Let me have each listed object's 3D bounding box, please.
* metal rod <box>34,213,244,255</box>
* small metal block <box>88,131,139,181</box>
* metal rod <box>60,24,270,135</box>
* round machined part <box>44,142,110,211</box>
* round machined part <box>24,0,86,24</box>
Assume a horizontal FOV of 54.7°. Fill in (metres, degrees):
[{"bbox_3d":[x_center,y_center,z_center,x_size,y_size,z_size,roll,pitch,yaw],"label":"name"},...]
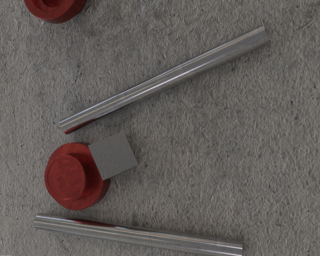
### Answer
[{"bbox_3d":[-0.042,0.145,0.423,0.301,0.025,0.025,1,91,19],"label":"metal rod"},{"bbox_3d":[-0.063,0.038,0.420,0.050,0.025,0.050,-23,81,-13],"label":"small metal block"},{"bbox_3d":[-0.007,-0.056,0.411,0.300,0.025,0.025,-22,83,18],"label":"metal rod"},{"bbox_3d":[-0.124,0.070,0.444,0.098,0.042,0.097,0,90,20],"label":"round machined part"},{"bbox_3d":[-0.146,-0.201,0.452,0.098,0.042,0.097,0,90,20],"label":"round machined part"}]
